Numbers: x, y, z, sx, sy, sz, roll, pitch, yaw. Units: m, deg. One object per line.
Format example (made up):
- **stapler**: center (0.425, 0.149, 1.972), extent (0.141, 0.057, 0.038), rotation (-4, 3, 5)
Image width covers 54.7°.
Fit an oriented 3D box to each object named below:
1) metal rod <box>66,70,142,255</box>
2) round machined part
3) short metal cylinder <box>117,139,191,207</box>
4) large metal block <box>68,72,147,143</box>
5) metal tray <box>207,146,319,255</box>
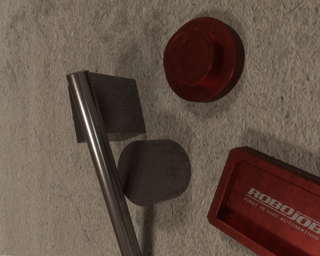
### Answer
- **metal rod**: center (-0.058, 0.078, 0.382), extent (0.025, 0.025, 0.298), rotation (2, 113, 40)
- **round machined part**: center (0.043, -0.079, 0.357), extent (0.098, 0.042, 0.097), rotation (0, 90, 39)
- **short metal cylinder**: center (-0.008, 0.055, 0.393), extent (0.080, 0.050, 0.079), rotation (0, 90, 39)
- **large metal block**: center (-0.071, -0.025, 0.426), extent (0.050, 0.081, 0.080), rotation (-20, 78, 38)
- **metal tray**: center (0.118, 0.083, 0.303), extent (0.130, 0.030, 0.089), rotation (26, 106, 36)
